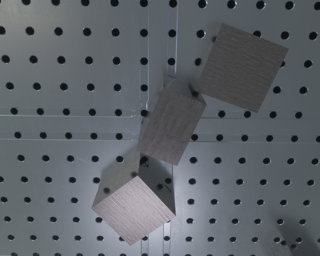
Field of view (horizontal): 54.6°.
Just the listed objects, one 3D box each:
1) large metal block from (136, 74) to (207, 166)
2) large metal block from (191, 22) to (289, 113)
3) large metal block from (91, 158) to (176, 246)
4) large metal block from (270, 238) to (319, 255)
[{"bbox_3d":[0.012,-0.013,0.379,0.050,0.080,0.080,21,109,-8],"label":"large metal block"},{"bbox_3d":[0.091,-0.074,0.373,0.080,0.050,0.080,19,109,-7],"label":"large metal block"},{"bbox_3d":[-0.035,0.104,0.438,0.080,0.050,0.080,-37,106,12],"label":"large metal block"},{"bbox_3d":[0.221,0.227,0.469,0.080,0.080,0.050,25,108,-9],"label":"large metal block"}]
